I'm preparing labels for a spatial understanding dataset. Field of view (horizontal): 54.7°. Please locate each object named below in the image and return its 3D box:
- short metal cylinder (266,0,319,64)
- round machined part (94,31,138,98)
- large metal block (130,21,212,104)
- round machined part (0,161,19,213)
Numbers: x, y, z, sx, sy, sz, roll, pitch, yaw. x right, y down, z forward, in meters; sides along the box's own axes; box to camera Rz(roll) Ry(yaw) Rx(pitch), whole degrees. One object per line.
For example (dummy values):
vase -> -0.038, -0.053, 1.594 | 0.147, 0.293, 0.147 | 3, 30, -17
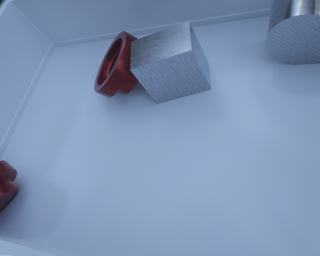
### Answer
short metal cylinder -> 0.167, -0.118, 0.355 | 0.080, 0.080, 0.050 | 2, 63, 29
round machined part -> -0.056, -0.089, 0.459 | 0.098, 0.042, 0.098 | -43, 34, 39
large metal block -> 0.016, -0.083, 0.412 | 0.080, 0.080, 0.050 | -14, 56, 20
round machined part -> -0.241, 0.096, 0.436 | 0.042, 0.098, 0.098 | 41, 84, 3
